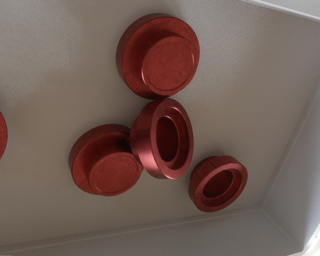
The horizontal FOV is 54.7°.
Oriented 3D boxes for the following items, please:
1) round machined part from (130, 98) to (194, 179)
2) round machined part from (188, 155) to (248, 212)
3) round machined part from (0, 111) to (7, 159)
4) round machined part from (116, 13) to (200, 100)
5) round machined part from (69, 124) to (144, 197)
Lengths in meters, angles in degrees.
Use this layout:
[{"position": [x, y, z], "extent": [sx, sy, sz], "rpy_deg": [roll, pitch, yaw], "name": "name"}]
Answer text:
[{"position": [0.000, 0.014, 0.384], "extent": [0.099, 0.042, 0.098], "rpy_deg": [14, 73, -54], "name": "round machined part"}, {"position": [0.088, 0.084, 0.497], "extent": [0.099, 0.042, 0.097], "rpy_deg": [-14, 124, -21], "name": "round machined part"}, {"position": [-0.198, 0.006, 0.281], "extent": [0.099, 0.042, 0.097], "rpy_deg": [-22, 122, -39], "name": "round machined part"}, {"position": [0.004, -0.076, 0.352], "extent": [0.099, 0.042, 0.097], "rpy_deg": [-14, 124, -21], "name": "round machined part"}, {"position": [-0.062, 0.047, 0.393], "extent": [0.099, 0.042, 0.097], "rpy_deg": [-14, 124, -21], "name": "round machined part"}]
